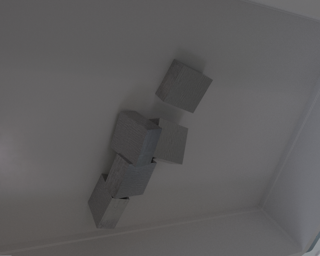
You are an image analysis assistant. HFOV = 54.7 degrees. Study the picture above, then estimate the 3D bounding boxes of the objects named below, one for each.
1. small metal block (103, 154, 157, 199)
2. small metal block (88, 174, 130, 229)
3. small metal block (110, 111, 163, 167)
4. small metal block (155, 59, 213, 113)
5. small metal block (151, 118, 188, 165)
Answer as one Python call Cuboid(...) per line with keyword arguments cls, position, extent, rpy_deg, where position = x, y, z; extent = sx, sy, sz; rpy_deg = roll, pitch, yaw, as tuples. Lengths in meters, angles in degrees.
Cuboid(cls="small metal block", position=(-0.038, 0.060, 0.399), extent=(0.050, 0.025, 0.050), rpy_deg=(5, 113, -50))
Cuboid(cls="small metal block", position=(-0.070, 0.098, 0.415), extent=(0.025, 0.050, 0.050), rpy_deg=(16, 111, -35))
Cuboid(cls="small metal block", position=(-0.030, 0.012, 0.379), extent=(0.025, 0.050, 0.050), rpy_deg=(-5, 121, -48))
Cuboid(cls="small metal block", position=(0.030, -0.052, 0.393), extent=(0.050, 0.025, 0.050), rpy_deg=(18, 109, -35))
Cuboid(cls="small metal block", position=(0.007, 0.018, 0.409), extent=(0.050, 0.025, 0.050), rpy_deg=(19, 75, -36))
